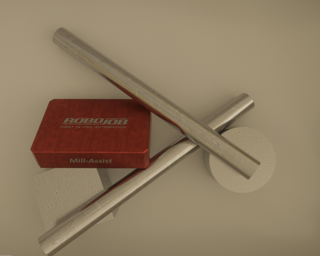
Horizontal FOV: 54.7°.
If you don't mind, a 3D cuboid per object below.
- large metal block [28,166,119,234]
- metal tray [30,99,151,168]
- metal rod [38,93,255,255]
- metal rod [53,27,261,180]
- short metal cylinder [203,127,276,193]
[{"bbox_3d":[-0.106,0.083,0.393,0.080,0.050,0.080,-19,90,-1],"label":"large metal block"},{"bbox_3d":[-0.077,0.005,0.379,0.131,0.030,0.090,0,46,1],"label":"metal tray"},{"bbox_3d":[-0.005,0.047,0.373,0.301,0.025,0.025,-34,90,-14],"label":"metal rod"},{"bbox_3d":[-0.013,-0.037,0.380,0.300,0.025,0.025,36,90,12],"label":"metal rod"},{"bbox_3d":[0.099,0.038,0.398,0.081,0.050,0.079,0,90,-1],"label":"short metal cylinder"}]
